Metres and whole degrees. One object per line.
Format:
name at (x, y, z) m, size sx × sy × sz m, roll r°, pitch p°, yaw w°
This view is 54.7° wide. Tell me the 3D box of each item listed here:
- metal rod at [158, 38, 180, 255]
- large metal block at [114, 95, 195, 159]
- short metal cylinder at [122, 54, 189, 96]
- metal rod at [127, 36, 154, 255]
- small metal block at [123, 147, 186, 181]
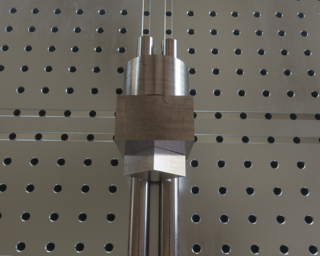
metal rod at (0.012, 0.015, 0.408) m, size 0.025 × 0.025 × 0.299 m, roll 1°, pitch 70°, yaw 0°
large metal block at (-0.005, 0.002, 0.355) m, size 0.081 × 0.080 × 0.050 m, roll 0°, pitch 70°, yaw 0°
short metal cylinder at (-0.005, -0.046, 0.377) m, size 0.081 × 0.080 × 0.050 m, roll 1°, pitch 70°, yaw 0°
metal rod at (-0.023, 0.011, 0.409) m, size 0.025 × 0.025 × 0.299 m, roll 1°, pitch 70°, yaw 0°
small metal block at (-0.006, 0.043, 0.358) m, size 0.050 × 0.050 × 0.025 m, roll 19°, pitch 63°, yaw -42°
